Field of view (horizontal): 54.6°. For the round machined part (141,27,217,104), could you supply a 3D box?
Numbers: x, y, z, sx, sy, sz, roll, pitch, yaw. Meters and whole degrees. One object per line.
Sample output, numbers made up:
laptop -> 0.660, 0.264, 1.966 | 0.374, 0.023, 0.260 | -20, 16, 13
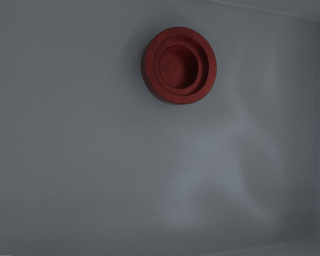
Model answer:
round machined part -> 0.021, -0.079, 0.409 | 0.099, 0.042, 0.097 | 0, 90, -20
